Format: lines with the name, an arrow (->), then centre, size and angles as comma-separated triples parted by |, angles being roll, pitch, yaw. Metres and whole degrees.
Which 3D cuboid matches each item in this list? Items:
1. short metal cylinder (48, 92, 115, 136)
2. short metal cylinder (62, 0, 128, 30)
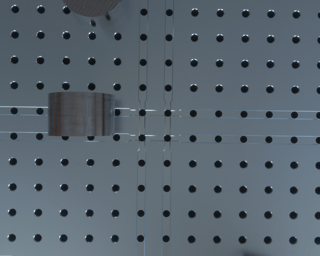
short metal cylinder -> -0.097, -0.016, 0.385 | 0.081, 0.080, 0.050 | 0, 90, -1
short metal cylinder -> -0.083, -0.174, 0.400 | 0.081, 0.050, 0.079 | 0, 90, -1
